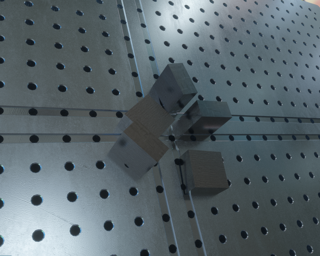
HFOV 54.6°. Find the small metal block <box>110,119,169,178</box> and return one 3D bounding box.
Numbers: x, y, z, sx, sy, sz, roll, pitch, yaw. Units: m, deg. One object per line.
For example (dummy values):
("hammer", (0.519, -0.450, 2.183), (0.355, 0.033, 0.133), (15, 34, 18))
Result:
("small metal block", (-0.025, 0.025, 0.363), (0.050, 0.050, 0.025), (42, 51, 0))

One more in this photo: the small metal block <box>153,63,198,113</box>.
("small metal block", (0.020, -0.055, 0.436), (0.025, 0.050, 0.050), (-12, 68, -33))

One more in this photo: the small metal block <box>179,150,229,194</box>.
("small metal block", (0.057, 0.057, 0.403), (0.050, 0.025, 0.050), (6, 59, -25))

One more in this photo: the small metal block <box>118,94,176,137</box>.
("small metal block", (-0.017, -0.008, 0.404), (0.050, 0.025, 0.050), (43, 51, 1))

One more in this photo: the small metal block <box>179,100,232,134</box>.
("small metal block", (0.063, -0.014, 0.434), (0.050, 0.050, 0.025), (1, 62, -28))
